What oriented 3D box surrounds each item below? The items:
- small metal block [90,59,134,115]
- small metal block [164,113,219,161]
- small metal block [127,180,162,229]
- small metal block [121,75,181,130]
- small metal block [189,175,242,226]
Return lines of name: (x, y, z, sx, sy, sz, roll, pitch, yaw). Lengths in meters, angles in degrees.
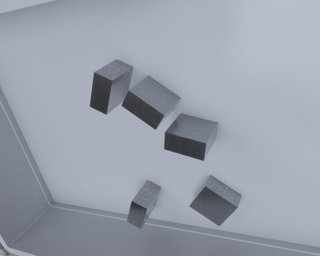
small metal block: (-0.061, -0.053, 0.392, 0.025, 0.050, 0.050, 26, 128, 12)
small metal block: (0.039, 0.010, 0.378, 0.050, 0.050, 0.025, 15, 125, 19)
small metal block: (-0.024, 0.118, 0.478, 0.025, 0.050, 0.050, 25, 127, 13)
small metal block: (-0.010, -0.032, 0.378, 0.050, 0.050, 0.025, 35, 129, 4)
small metal block: (0.077, 0.101, 0.431, 0.050, 0.025, 0.050, 33, 129, 6)
